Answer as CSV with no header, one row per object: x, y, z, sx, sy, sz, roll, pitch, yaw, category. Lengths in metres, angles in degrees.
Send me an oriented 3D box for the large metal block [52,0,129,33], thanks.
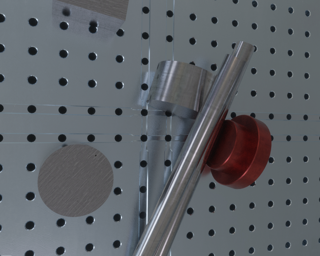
-0.079,-0.170,0.370,0.081,0.050,0.080,11,87,-20,large metal block

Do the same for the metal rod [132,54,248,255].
0.025,0.057,0.369,0.025,0.025,0.298,19,103,-19,metal rod

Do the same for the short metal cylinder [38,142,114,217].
-0.099,0.057,0.363,0.081,0.050,0.080,0,90,-20,short metal cylinder

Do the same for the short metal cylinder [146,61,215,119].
0.028,-0.046,0.394,0.081,0.080,0.050,19,84,-19,short metal cylinder

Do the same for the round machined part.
0.095,0.027,0.408,0.042,0.098,0.098,22,83,-21,round machined part

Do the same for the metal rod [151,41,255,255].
0.054,0.030,0.408,0.025,0.025,0.299,22,92,-19,metal rod
